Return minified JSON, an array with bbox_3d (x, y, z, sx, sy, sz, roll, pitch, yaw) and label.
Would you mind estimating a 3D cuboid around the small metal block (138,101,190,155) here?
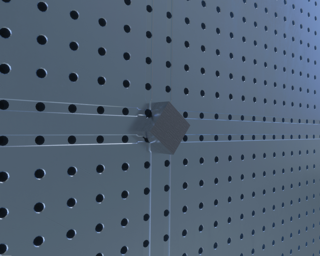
[{"bbox_3d":[0.007,0.000,0.414,0.050,0.025,0.050,46,63,-31],"label":"small metal block"}]
